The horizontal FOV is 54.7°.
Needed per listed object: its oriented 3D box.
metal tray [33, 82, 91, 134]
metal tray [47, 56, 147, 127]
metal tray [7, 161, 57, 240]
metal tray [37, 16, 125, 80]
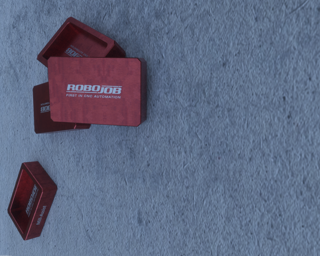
[{"bbox_3d":[-0.177,-0.039,0.548,0.130,0.030,0.089,-6,86,39],"label":"metal tray"},{"bbox_3d":[-0.085,-0.052,0.425,0.131,0.030,0.089,3,102,11],"label":"metal tray"},{"bbox_3d":[-0.255,0.143,0.612,0.090,0.030,0.129,39,113,33],"label":"metal tray"},{"bbox_3d":[-0.126,-0.113,0.482,0.130,0.030,0.090,36,87,34],"label":"metal tray"}]
